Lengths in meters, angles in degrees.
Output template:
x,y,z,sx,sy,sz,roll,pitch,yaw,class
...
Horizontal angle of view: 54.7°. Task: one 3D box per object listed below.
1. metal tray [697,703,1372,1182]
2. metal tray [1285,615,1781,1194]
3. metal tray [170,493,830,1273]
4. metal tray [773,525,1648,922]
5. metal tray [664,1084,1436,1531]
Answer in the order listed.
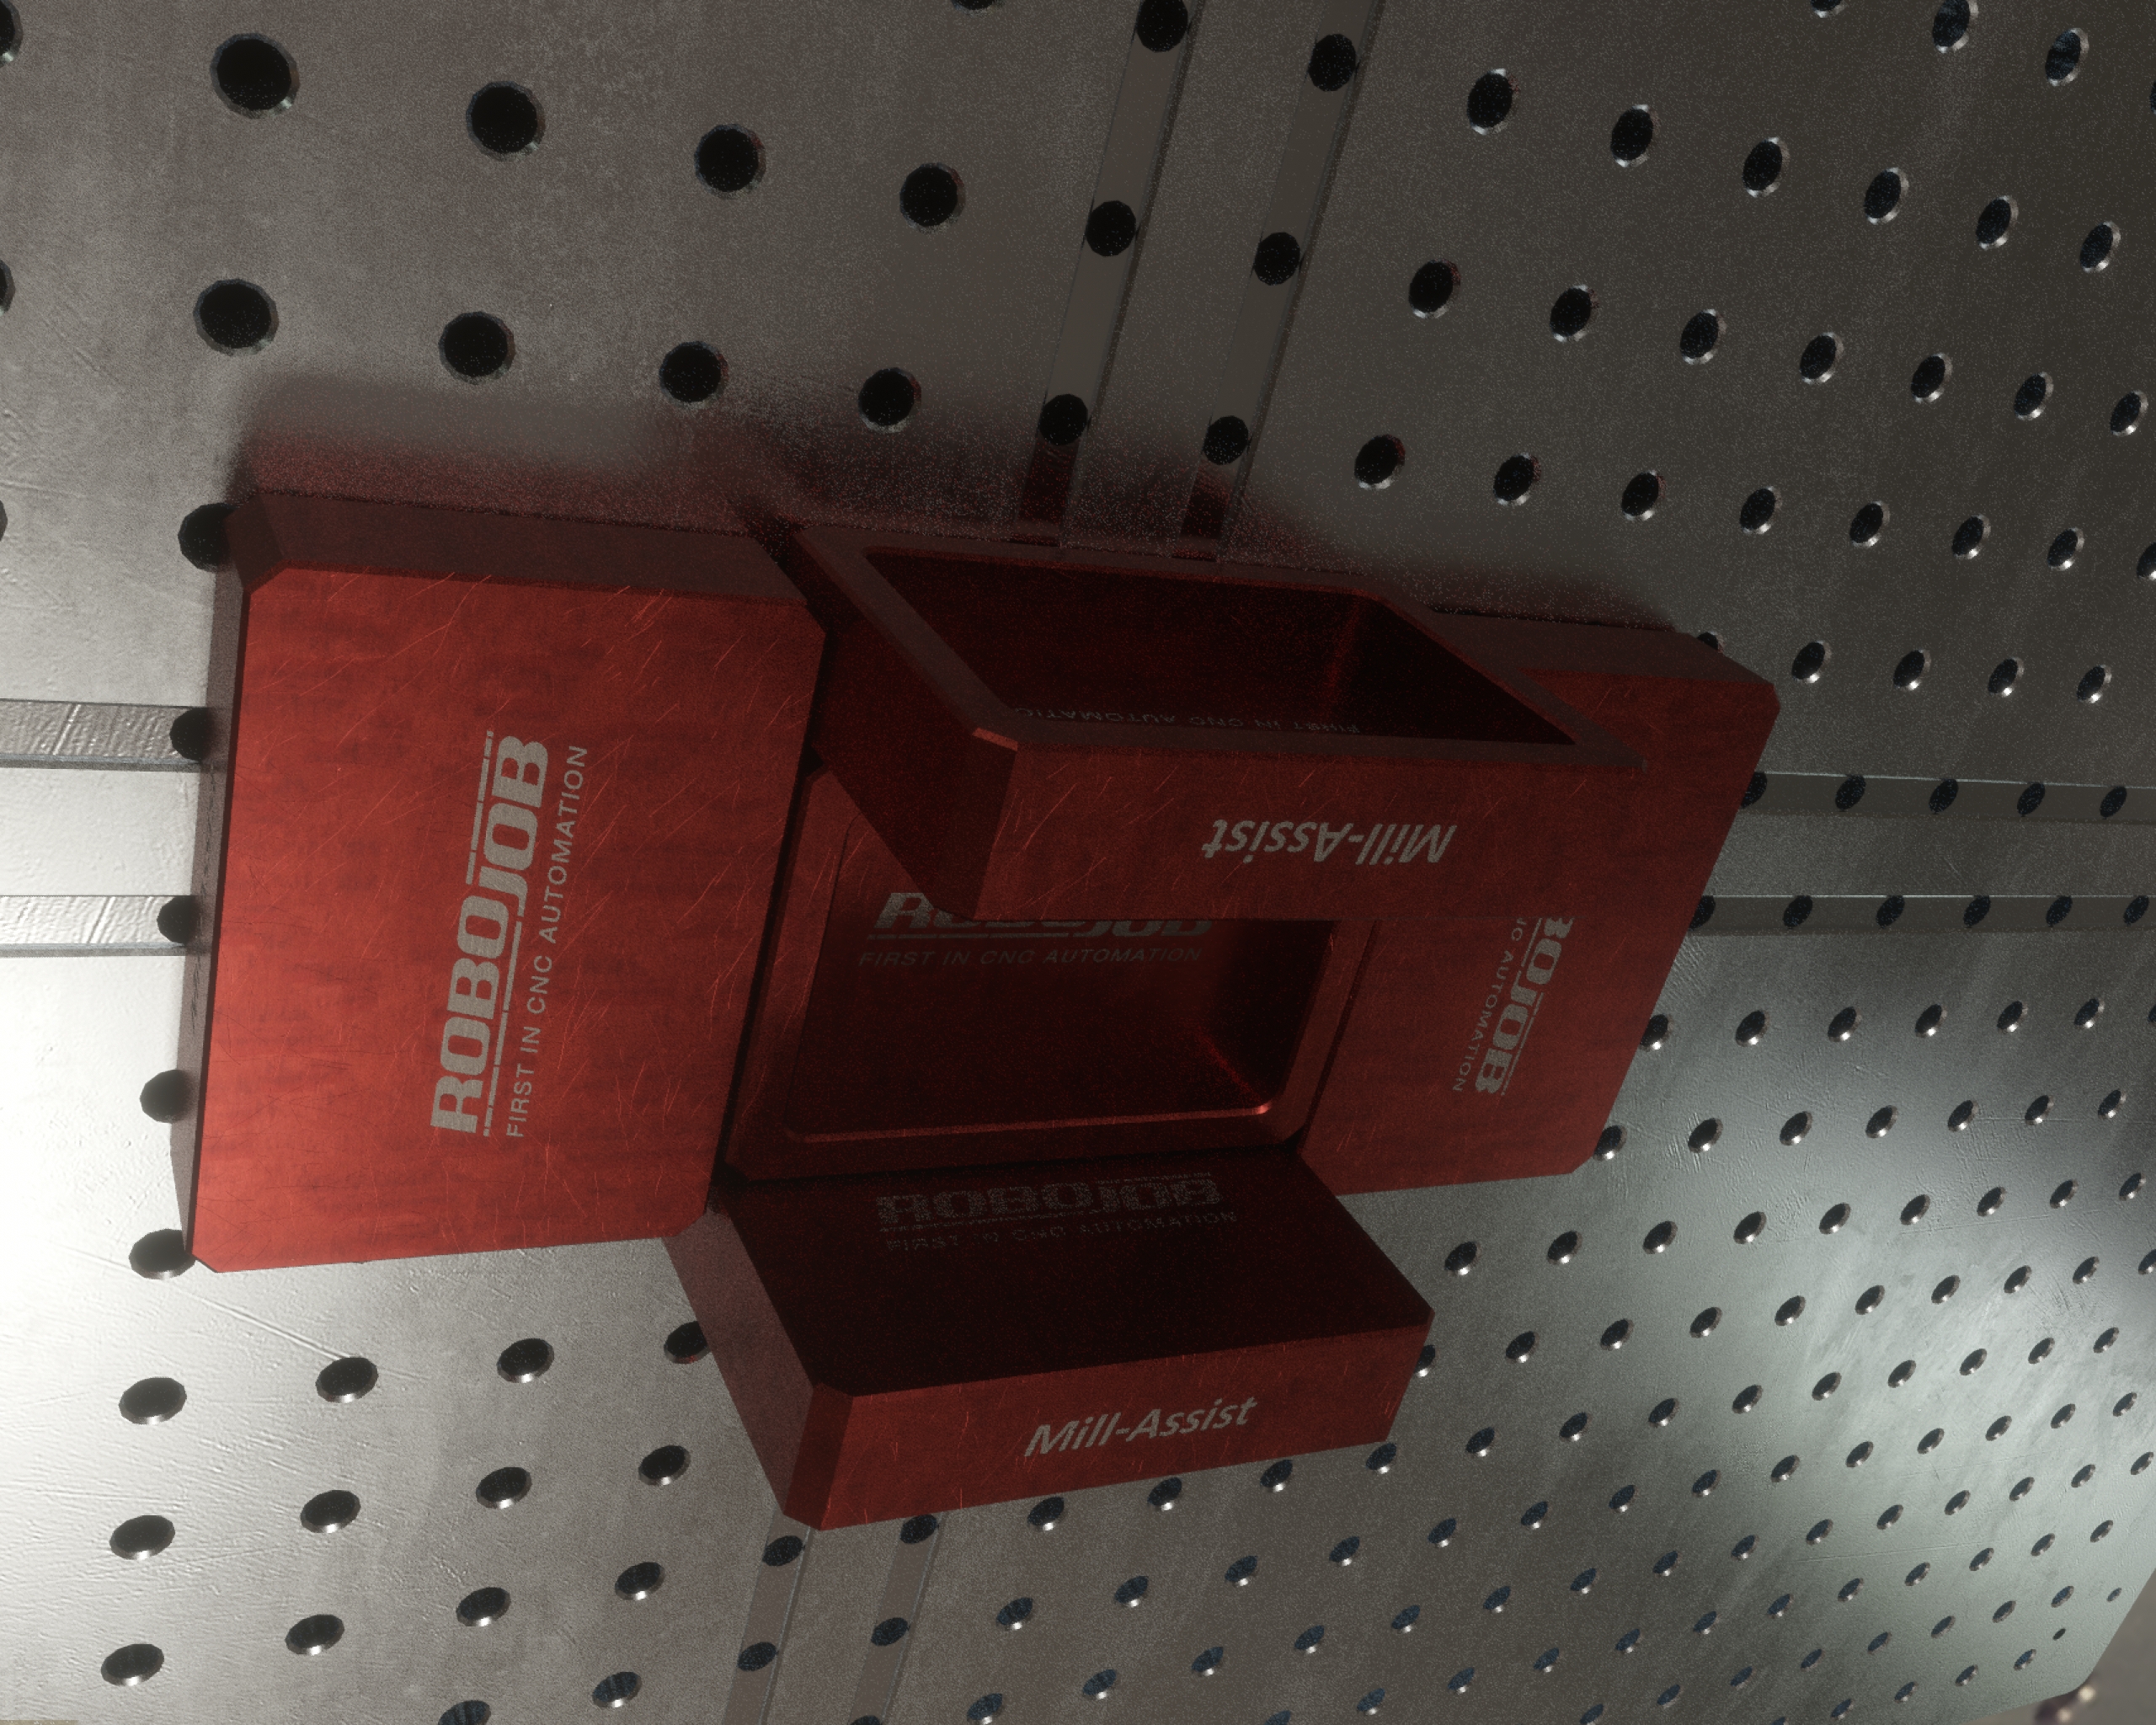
x,y,z,sx,sy,sz,roll,pitch,yaw,class
-0.005,0.014,0.413,0.131,0.030,0.089,1,118,-29,metal tray
0.093,0.011,0.466,0.091,0.030,0.129,0,118,-30,metal tray
-0.101,0.007,0.357,0.091,0.030,0.129,1,118,-29,metal tray
0.022,-0.025,0.367,0.131,0.090,0.030,1,118,-29,metal tray
-0.007,0.081,0.415,0.131,0.090,0.030,1,118,-29,metal tray
